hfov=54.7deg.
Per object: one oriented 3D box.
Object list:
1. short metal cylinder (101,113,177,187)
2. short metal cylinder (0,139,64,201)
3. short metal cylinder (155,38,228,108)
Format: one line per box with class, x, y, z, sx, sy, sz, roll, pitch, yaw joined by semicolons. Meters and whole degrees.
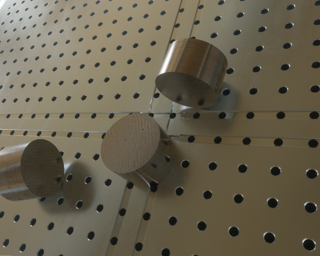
short metal cylinder;-0.026;0.028;0.389;0.080;0.050;0.080;-13;56;21
short metal cylinder;-0.181;0.059;0.432;0.050;0.080;0.080;-12;57;22
short metal cylinder;0.040;-0.067;0.393;0.080;0.080;0.050;7;66;31
